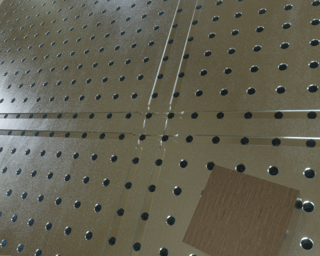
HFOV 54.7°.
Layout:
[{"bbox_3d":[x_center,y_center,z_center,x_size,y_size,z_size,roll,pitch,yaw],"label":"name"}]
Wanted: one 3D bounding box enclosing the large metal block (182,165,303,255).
[{"bbox_3d":[0.080,0.091,0.294,0.080,0.050,0.080,15,69,33],"label":"large metal block"}]
